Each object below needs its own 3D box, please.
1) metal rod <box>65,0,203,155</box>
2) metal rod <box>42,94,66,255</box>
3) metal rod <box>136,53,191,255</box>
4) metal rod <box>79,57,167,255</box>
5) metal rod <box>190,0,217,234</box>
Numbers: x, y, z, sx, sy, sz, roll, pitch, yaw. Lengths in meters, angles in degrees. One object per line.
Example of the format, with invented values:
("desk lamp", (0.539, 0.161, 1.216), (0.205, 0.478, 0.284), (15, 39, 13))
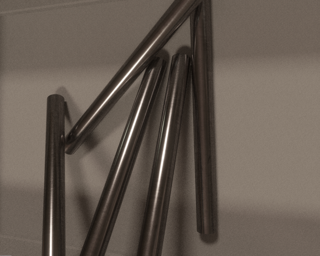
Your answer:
("metal rod", (-0.041, -0.071, 0.404), (0.025, 0.025, 0.299), (49, 112, 13))
("metal rod", (-0.131, 0.080, 0.385), (0.025, 0.025, 0.299), (-24, 55, 18))
("metal rod", (0.003, 0.047, 0.345), (0.025, 0.025, 0.299), (2, 66, 19))
("metal rod", (-0.044, 0.047, 0.362), (0.025, 0.025, 0.299), (10, 69, 19))
("metal rod", (0.054, -0.020, 0.390), (0.025, 0.025, 0.298), (-2, 89, 19))
